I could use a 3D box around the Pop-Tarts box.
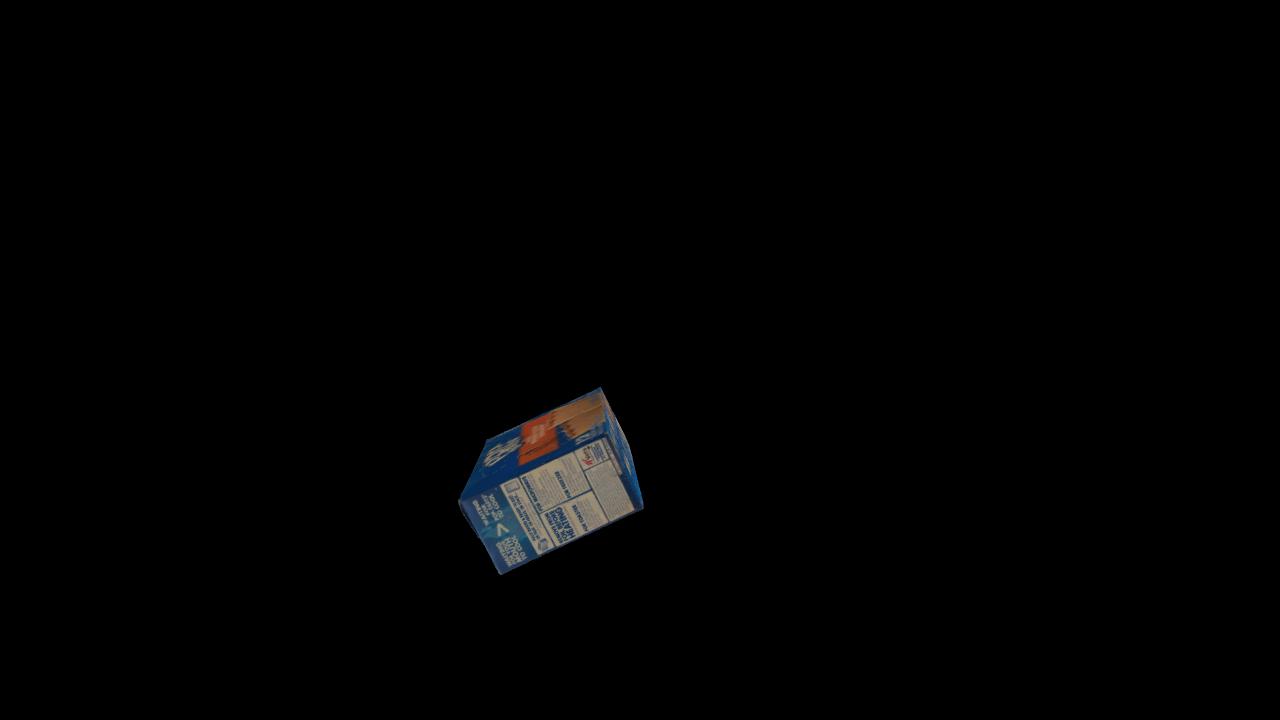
[{"bbox_3d":[-0.082,0.107,0.600,0.141,0.083,0.167,-25,12,0],"label":"Pop-Tarts box"}]
